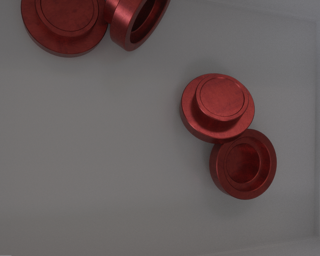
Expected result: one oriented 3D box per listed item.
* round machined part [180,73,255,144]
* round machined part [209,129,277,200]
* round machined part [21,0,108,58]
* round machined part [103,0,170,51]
[{"bbox_3d":[0.077,-0.032,0.408,0.099,0.042,0.098,2,66,-4],"label":"round machined part"},{"bbox_3d":[0.113,0.050,0.443,0.099,0.042,0.097,0,90,-20],"label":"round machined part"},{"bbox_3d":[-0.108,-0.135,0.361,0.099,0.042,0.097,0,90,-20],"label":"round machined part"},{"bbox_3d":[-0.029,-0.143,0.365,0.042,0.098,0.098,36,78,5],"label":"round machined part"}]
